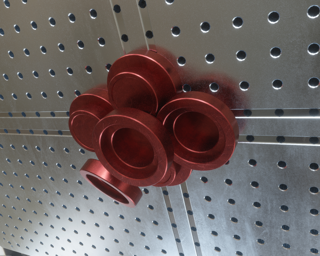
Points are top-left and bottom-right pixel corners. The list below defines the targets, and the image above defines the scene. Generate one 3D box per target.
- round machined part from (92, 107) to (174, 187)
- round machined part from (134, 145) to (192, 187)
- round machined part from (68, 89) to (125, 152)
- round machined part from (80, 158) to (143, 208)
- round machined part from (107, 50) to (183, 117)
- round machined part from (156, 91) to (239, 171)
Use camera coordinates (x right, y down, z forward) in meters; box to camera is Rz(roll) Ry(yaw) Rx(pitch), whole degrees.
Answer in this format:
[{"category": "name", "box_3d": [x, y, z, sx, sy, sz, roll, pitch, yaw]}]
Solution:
[{"category": "round machined part", "box_3d": [-0.028, 0.019, 0.372, 0.098, 0.042, 0.097, 13, 124, 21]}, {"category": "round machined part", "box_3d": [-0.003, 0.042, 0.428, 0.098, 0.042, 0.097, 13, 124, 21]}, {"category": "round machined part", "box_3d": [-0.091, -0.004, 0.447, 0.098, 0.042, 0.097, 13, 124, 21]}, {"category": "round machined part", "box_3d": [-0.067, 0.075, 0.466, 0.098, 0.042, 0.098, 26, 154, 14]}, {"category": "round machined part", "box_3d": [-0.025, -0.044, 0.387, 0.098, 0.042, 0.097, 13, 124, 21]}, {"category": "round machined part", "box_3d": [0.047, 0.000, 0.375, 0.098, 0.042, 0.097, 13, 124, 21]}]
